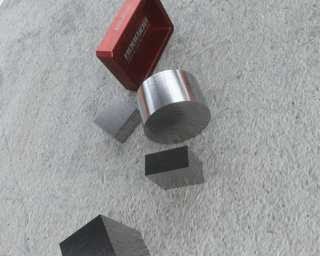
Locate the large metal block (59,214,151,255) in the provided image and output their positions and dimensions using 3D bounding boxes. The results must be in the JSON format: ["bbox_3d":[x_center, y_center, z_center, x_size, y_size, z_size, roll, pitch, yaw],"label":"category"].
[{"bbox_3d":[-0.043,0.142,0.304,0.050,0.080,0.080,-37,51,4],"label":"large metal block"}]

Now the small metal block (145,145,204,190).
[{"bbox_3d":[0.017,0.047,0.350,0.050,0.050,0.025,-15,56,20],"label":"small metal block"}]

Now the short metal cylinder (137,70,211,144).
[{"bbox_3d":[0.015,-0.024,0.375,0.080,0.080,0.050,-25,53,13],"label":"short metal cylinder"}]

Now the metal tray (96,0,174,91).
[{"bbox_3d":[-0.031,-0.131,0.459,0.030,0.090,0.130,12,68,33],"label":"metal tray"}]

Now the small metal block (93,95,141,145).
[{"bbox_3d":[-0.059,-0.012,0.442,0.050,0.025,0.050,31,79,38],"label":"small metal block"}]
